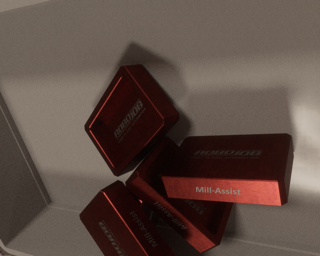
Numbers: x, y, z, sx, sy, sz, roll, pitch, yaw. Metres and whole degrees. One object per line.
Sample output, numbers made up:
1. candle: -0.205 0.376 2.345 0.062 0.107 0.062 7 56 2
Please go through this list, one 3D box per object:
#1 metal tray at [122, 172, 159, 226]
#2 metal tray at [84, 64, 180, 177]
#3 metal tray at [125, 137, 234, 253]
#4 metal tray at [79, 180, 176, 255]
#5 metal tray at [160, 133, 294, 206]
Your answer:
1. metal tray: -0.026 0.118 0.451 0.030 0.090 0.129 20 126 16
2. metal tray: -0.042 -0.007 0.402 0.090 0.030 0.129 54 131 15
3. metal tray: 0.030 0.082 0.400 0.130 0.090 0.030 42 128 -1
4. metal tray: -0.041 0.140 0.385 0.130 0.030 0.089 52 134 11
5. metal tray: 0.077 0.043 0.351 0.130 0.090 0.030 -3 117 29
